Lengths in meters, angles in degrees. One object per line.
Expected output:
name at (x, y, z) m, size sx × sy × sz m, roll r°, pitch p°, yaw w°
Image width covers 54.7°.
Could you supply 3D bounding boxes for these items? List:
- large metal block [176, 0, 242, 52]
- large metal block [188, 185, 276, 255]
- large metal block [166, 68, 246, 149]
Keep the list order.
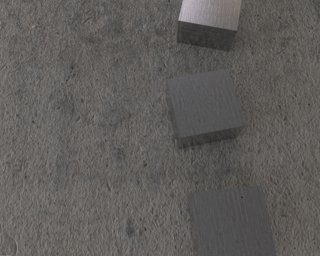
large metal block at (0.073, -0.167, 0.456) m, size 0.080 × 0.050 × 0.080 m, roll 12°, pitch 70°, yaw 4°
large metal block at (0.078, 0.113, 0.354) m, size 0.081 × 0.050 × 0.080 m, roll -5°, pitch 70°, yaw -2°
large metal block at (0.056, -0.024, 0.404) m, size 0.081 × 0.050 × 0.080 m, roll -11°, pitch 70°, yaw -4°
